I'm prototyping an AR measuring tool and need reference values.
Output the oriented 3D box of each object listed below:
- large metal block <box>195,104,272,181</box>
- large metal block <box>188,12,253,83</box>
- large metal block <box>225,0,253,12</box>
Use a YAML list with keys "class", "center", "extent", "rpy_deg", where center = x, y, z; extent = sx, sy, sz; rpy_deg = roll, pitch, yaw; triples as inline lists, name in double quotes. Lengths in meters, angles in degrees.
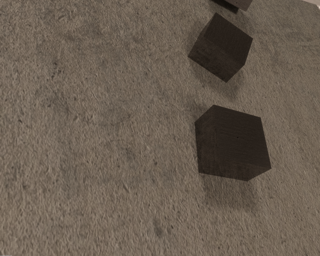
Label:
- class: "large metal block"
  center: [0.098, 0.022, 0.429]
  extent: [0.081, 0.050, 0.080]
  rpy_deg: [13, 56, -22]
- class: "large metal block"
  center: [0.105, -0.138, 0.531]
  extent: [0.080, 0.050, 0.080]
  rpy_deg: [33, 51, -8]
- class: "large metal block"
  center: [0.156, -0.295, 0.626]
  extent: [0.080, 0.079, 0.050]
  rpy_deg: [22, 25, -16]
